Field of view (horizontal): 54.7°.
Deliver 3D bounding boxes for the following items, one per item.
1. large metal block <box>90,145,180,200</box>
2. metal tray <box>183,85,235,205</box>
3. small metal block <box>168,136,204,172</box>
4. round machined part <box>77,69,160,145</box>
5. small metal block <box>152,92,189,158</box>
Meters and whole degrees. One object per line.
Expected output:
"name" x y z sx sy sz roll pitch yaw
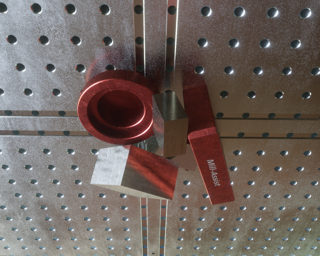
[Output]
"large metal block" -0.034 0.062 0.417 0.080 0.050 0.080 25 159 -33
"metal tray" 0.062 0.023 0.389 0.030 0.090 0.129 -14 129 11
"small metal block" 0.032 0.029 0.431 0.050 0.025 0.050 16 134 0
"round machined part" -0.046 -0.029 0.375 0.099 0.042 0.097 -1 130 0
"small metal block" 0.010 -0.004 0.338 0.025 0.050 0.050 -9 130 -11
